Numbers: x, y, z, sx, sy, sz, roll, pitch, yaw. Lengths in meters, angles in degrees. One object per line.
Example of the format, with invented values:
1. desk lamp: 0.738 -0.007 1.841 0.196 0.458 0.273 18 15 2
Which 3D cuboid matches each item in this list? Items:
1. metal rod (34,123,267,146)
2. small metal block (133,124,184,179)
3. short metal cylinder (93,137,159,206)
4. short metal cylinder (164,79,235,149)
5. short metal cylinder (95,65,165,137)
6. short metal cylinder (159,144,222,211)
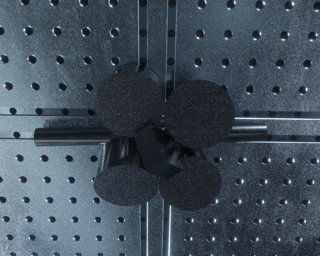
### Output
1. metal rod: -0.012 0.009 0.412 0.302 0.025 0.025 -1 110 0
2. small metal block: -0.001 0.029 0.369 0.025 0.050 0.050 -32 149 17
3. short metal cylinder: -0.042 0.057 0.404 0.081 0.050 0.079 -1 130 -1
4. short metal cylinder: 0.045 -0.015 0.377 0.081 0.050 0.080 0 87 0
5. short metal cylinder: -0.035 -0.035 0.383 0.081 0.050 0.079 0 110 0
6. short metal cylinder: 0.039 0.064 0.420 0.081 0.050 0.079 0 110 0
